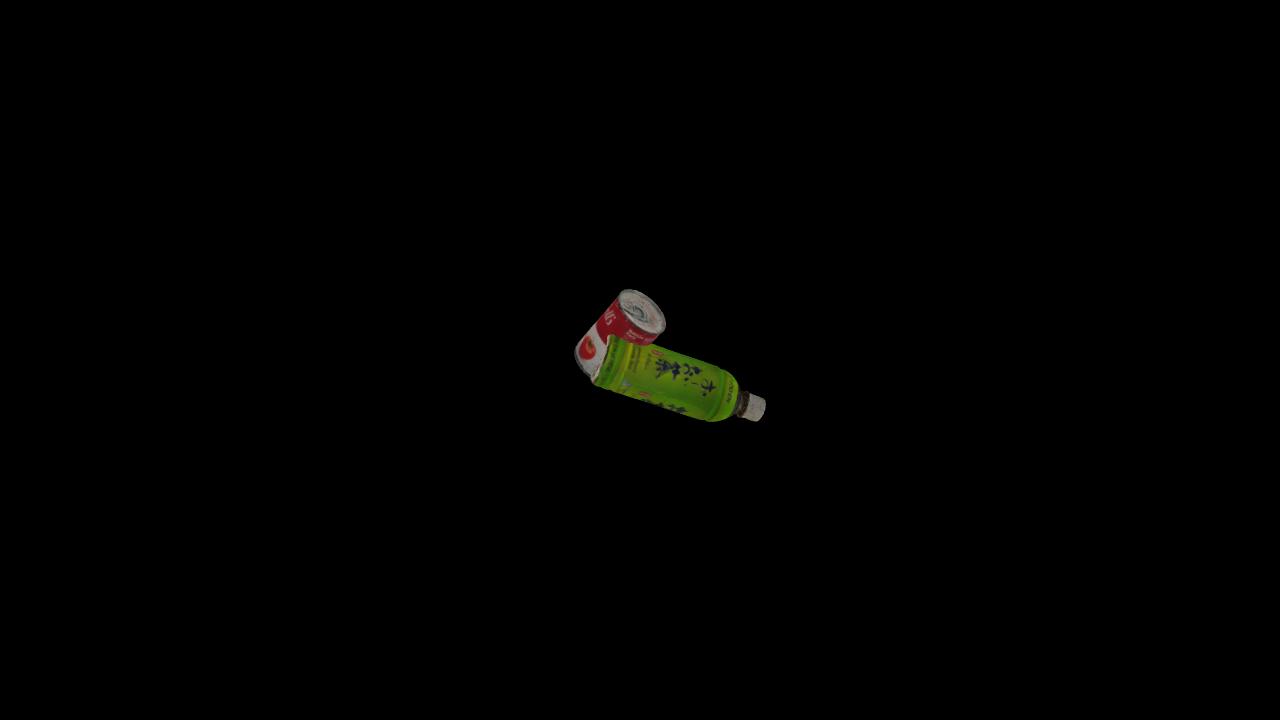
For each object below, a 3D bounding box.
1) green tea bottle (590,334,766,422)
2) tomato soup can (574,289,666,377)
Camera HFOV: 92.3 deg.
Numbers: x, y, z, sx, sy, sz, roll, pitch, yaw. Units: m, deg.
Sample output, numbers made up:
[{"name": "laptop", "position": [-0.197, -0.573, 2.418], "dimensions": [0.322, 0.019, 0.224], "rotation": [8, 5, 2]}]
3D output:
[{"name": "green tea bottle", "position": [0.050, 0.028, 0.734], "dimensions": [0.212, 0.073, 0.073], "rotation": [17, -4, -12]}, {"name": "tomato soup can", "position": [-0.025, -0.027, 0.735], "dimensions": [0.068, 0.068, 0.101], "rotation": [0, -37, -46]}]
